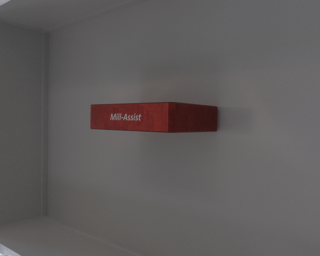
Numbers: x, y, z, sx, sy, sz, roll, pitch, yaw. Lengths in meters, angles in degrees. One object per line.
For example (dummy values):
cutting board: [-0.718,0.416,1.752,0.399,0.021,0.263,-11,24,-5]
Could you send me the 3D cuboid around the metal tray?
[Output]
metal tray: [-0.009,-0.012,0.372,0.130,0.091,0.030,2,92,40]
